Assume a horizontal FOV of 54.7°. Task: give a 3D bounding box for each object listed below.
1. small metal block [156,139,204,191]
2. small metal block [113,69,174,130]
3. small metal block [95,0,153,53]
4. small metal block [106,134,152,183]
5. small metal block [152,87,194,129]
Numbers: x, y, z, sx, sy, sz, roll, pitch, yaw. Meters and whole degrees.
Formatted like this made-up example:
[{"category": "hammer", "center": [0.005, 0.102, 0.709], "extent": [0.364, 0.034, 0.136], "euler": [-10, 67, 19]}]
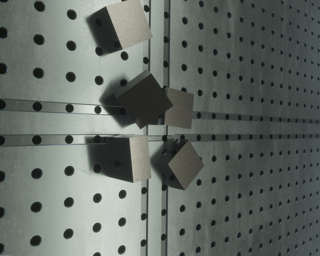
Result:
[{"category": "small metal block", "center": [0.029, 0.051, 0.436], "extent": [0.050, 0.025, 0.050], "euler": [-46, 118, -30]}, {"category": "small metal block", "center": [-0.020, -0.035, 0.380], "extent": [0.050, 0.025, 0.050], "euler": [-36, 116, 0]}, {"category": "small metal block", "center": [-0.042, -0.124, 0.375], "extent": [0.050, 0.025, 0.050], "euler": [-33, 111, -35]}, {"category": "small metal block", "center": [-0.038, 0.034, 0.363], "extent": [0.025, 0.050, 0.050], "euler": [-8, 96, -40]}, {"category": "small metal block", "center": [0.019, -0.026, 0.427], "extent": [0.050, 0.025, 0.050], "euler": [9, 85, -40]}]
